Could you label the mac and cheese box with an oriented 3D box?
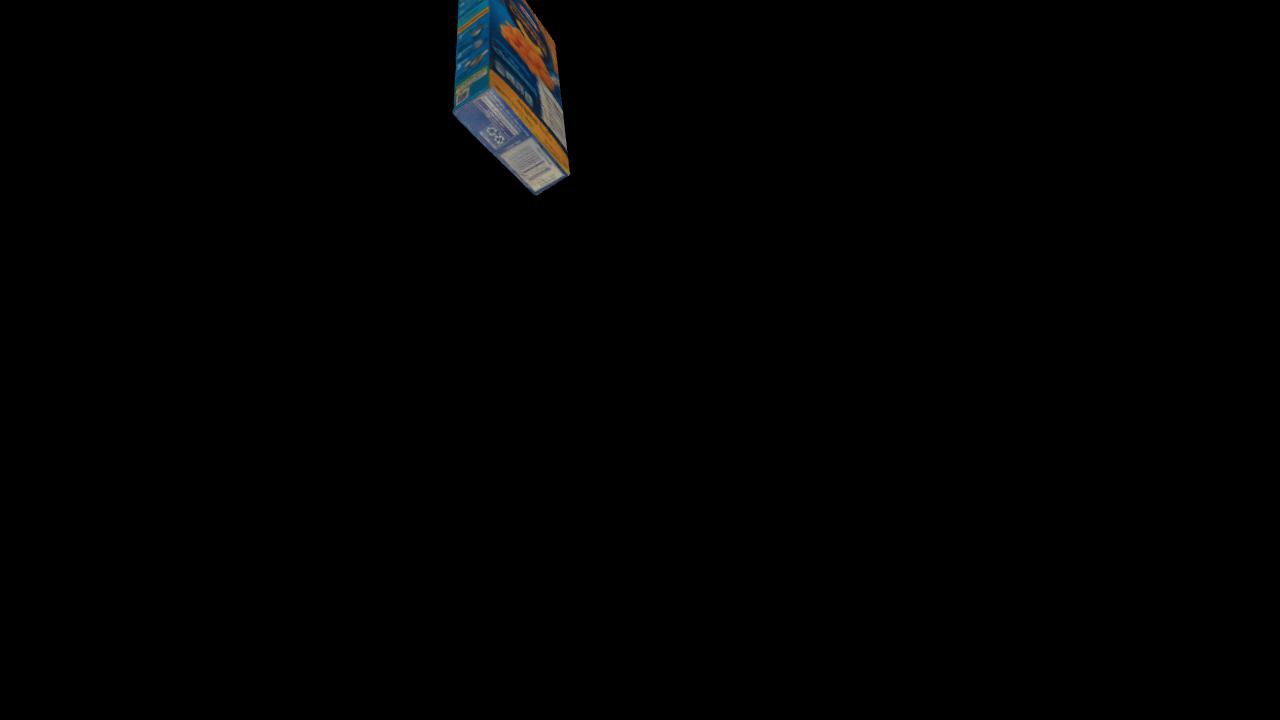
[{"bbox_3d":[-0.101,-0.227,0.487,0.041,0.184,0.093,-24,-35,21],"label":"mac and cheese box"}]
